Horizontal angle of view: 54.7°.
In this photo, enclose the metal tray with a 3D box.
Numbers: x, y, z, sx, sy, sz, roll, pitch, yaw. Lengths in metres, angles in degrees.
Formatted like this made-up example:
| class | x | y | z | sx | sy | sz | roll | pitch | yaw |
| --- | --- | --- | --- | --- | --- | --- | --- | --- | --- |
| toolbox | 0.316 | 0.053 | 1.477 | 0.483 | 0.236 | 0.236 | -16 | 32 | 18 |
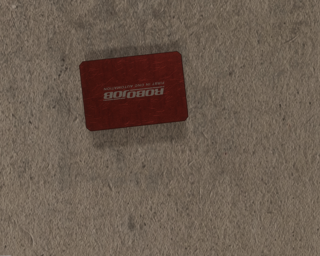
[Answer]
| class | x | y | z | sx | sy | sz | roll | pitch | yaw |
| --- | --- | --- | --- | --- | --- | --- | --- | --- | --- |
| metal tray | -0.033 | -0.047 | 0.407 | 0.131 | 0.030 | 0.089 | -6 | 90 | -1 |
